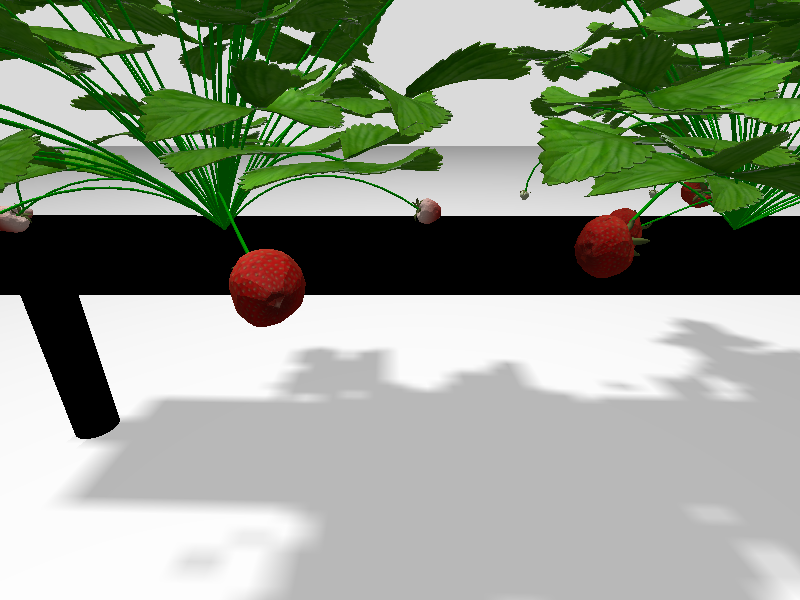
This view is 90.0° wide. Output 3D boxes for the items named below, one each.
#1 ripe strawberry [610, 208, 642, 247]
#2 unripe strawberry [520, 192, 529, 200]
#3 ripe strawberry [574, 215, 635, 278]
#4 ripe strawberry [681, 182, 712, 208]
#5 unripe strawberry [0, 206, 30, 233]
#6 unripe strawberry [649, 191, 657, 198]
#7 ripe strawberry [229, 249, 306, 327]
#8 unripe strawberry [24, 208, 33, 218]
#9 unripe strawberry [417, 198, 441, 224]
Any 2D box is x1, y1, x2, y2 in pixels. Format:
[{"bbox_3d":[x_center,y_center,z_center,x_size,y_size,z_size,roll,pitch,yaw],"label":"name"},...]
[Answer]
[{"bbox_3d":[0.154,-0.049,0.283,0.028,0.030,0.026,-11,25,-24],"label":"ripe strawberry"},{"bbox_3d":[0.139,-0.116,0.447,0.010,0.010,0.011,15,27,32],"label":"unripe strawberry"},{"bbox_3d":[0.114,-0.029,0.228,0.034,0.035,0.031,-25,32,-27],"label":"ripe strawberry"},{"bbox_3d":[0.347,-0.128,0.464,0.038,0.040,0.041,9,24,20],"label":"ripe strawberry"},{"bbox_3d":[-0.330,-0.067,0.338,0.024,0.023,0.022,-23,22,5],"label":"unripe strawberry"},{"bbox_3d":[0.315,-0.131,0.498,0.009,0.010,0.010,3,23,6],"label":"unripe strawberry"},{"bbox_3d":[-0.056,-0.004,0.174,0.032,0.034,0.035,-11,26,-25],"label":"ripe strawberry"},{"bbox_3d":[-0.346,-0.080,0.371,0.010,0.010,0.011,3,23,6],"label":"unripe strawberry"},{"bbox_3d":[0.027,-0.081,0.366,0.022,0.023,0.020,8,21,-10],"label":"unripe strawberry"}]
